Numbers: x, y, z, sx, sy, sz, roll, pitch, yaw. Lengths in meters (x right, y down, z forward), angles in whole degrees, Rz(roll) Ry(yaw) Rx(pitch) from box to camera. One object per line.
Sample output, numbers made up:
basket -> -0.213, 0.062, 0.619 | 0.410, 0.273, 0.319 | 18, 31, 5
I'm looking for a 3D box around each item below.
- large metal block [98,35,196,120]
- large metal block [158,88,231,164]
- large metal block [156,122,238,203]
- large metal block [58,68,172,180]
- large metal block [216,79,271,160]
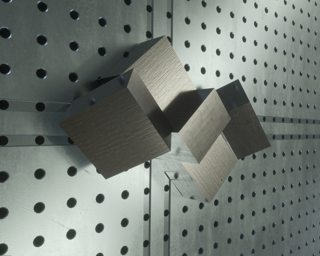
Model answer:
large metal block -> -0.013, -0.053, 0.381 | 0.080, 0.050, 0.080 | -48, 119, -27
large metal block -> 0.029, -0.004, 0.396 | 0.080, 0.080, 0.050 | -50, 121, -28
large metal block -> 0.054, 0.045, 0.436 | 0.080, 0.050, 0.080 | -48, 117, -29
large metal block -> -0.043, -0.003, 0.327 | 0.080, 0.080, 0.050 | 56, 19, -25
large metal block -> 0.117, -0.014, 0.462 | 0.080, 0.050, 0.080 | 56, 18, -26
